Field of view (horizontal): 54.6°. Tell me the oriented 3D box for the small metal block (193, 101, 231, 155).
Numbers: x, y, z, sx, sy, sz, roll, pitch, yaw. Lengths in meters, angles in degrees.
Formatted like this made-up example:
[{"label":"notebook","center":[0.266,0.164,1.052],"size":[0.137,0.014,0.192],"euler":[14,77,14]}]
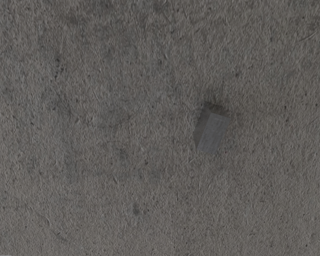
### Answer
[{"label":"small metal block","center":[0.064,-0.001,0.396],"size":[0.025,0.050,0.050],"euler":[17,109,-6]}]
